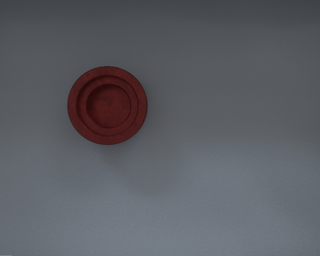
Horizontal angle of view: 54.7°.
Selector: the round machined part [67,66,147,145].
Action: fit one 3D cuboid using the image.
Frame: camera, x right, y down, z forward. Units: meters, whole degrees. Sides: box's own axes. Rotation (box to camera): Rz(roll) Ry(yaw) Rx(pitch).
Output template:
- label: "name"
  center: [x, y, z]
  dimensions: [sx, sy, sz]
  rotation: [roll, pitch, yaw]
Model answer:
- label: "round machined part"
  center: [-0.065, -0.028, 0.402]
  dimensions: [0.099, 0.042, 0.097]
  rotation: [0, 90, -1]
